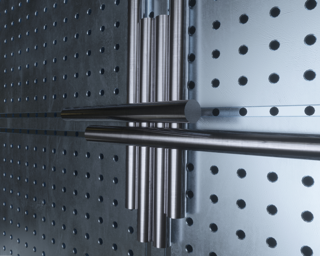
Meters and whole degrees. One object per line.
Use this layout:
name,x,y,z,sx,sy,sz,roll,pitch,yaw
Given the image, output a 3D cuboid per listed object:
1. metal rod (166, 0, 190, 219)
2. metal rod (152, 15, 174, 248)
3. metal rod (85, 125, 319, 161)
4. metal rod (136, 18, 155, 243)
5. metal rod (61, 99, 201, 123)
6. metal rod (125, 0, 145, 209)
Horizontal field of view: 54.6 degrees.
metal rod,0.023,-0.038,0.390,0.025,0.025,0.298,1,91,40
metal rod,0.004,0.005,0.408,0.025,0.025,0.298,1,91,40
metal rod,0.032,0.013,0.357,0.300,0.025,0.025,2,92,31
metal rod,-0.017,0.003,0.423,0.025,0.025,0.298,2,91,40
metal rod,-0.064,-0.021,0.433,0.299,0.025,0.025,2,91,49
metal rod,-0.035,-0.037,0.439,0.025,0.025,0.298,1,91,40
